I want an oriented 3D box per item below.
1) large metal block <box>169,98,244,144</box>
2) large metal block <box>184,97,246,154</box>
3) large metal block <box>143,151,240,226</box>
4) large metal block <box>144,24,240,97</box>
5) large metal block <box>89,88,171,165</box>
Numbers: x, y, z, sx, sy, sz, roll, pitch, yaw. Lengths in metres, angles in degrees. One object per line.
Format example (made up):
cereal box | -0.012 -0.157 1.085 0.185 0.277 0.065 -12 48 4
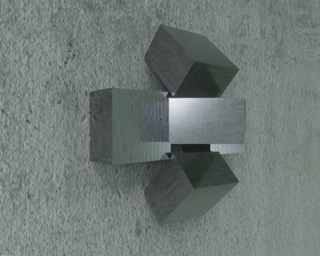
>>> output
large metal block | 0.053 -0.008 0.374 0.080 0.080 0.050 0 91 4
large metal block | 0.082 -0.004 0.458 0.081 0.050 0.079 0 90 -40
large metal block | 0.039 0.076 0.397 0.081 0.080 0.050 2 46 -39
large metal block | 0.039 -0.083 0.398 0.081 0.080 0.050 0 134 -40
large metal block | -0.034 -0.002 0.363 0.081 0.050 0.079 -1 91 -40
